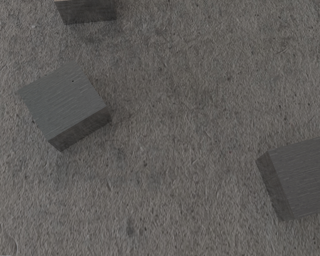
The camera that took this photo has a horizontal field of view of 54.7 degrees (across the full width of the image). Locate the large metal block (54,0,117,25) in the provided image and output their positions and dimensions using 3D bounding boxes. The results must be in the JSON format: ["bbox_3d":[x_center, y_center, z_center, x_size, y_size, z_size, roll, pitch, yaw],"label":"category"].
[{"bbox_3d":[-0.112,-0.209,0.470,0.081,0.050,0.080,-6,70,-2],"label":"large metal block"}]

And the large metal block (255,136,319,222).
[{"bbox_3d":[0.174,0.061,0.374,0.081,0.050,0.080,-14,71,-5],"label":"large metal block"}]

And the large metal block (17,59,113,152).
[{"bbox_3d":[-0.121,-0.028,0.404,0.080,0.050,0.080,-33,73,-11],"label":"large metal block"}]
